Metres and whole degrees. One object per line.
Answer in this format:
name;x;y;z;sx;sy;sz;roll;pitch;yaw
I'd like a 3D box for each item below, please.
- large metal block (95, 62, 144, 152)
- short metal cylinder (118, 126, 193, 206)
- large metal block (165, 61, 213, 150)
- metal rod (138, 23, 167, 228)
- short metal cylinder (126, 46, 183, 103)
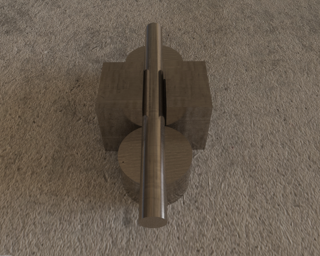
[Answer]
large metal block;-0.045;-0.026;0.390;0.050;0.080;0.080;-1;50;-1
short metal cylinder;-0.005;0.043;0.353;0.081;0.050;0.080;0;49;0
large metal block;0.032;-0.028;0.392;0.050;0.080;0.080;-1;50;-1
metal rod;-0.008;-0.032;0.366;0.025;0.025;0.300;0;50;0
short metal cylinder;-0.008;-0.077;0.453;0.081;0.050;0.080;0;49;0
